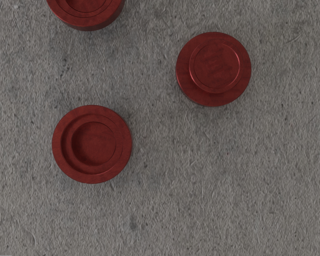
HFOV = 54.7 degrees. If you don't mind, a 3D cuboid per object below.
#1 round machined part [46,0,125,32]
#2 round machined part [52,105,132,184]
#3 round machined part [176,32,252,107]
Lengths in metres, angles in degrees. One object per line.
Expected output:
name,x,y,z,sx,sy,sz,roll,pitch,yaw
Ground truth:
round machined part,-0.093,-0.173,0.400,0.099,0.042,0.097,0,90,0
round machined part,-0.084,0.020,0.401,0.099,0.042,0.097,0,90,0
round machined part,0.070,-0.077,0.402,0.099,0.042,0.097,0,90,0
